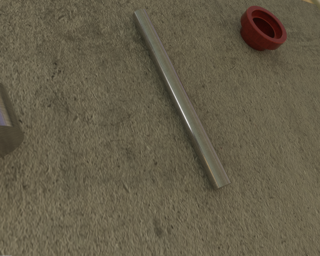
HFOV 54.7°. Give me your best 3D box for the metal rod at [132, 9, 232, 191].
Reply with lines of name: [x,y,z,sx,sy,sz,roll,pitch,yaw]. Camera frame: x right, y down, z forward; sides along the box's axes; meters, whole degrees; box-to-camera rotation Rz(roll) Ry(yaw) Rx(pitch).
metal rod: [0.024,-0.053,0.450,0.025,0.025,0.299,-11,67,-33]

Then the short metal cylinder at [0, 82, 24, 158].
short metal cylinder: [-0.172,-0.003,0.278,0.081,0.080,0.050,-16,70,-35]

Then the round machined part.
round machined part: [0.202,-0.195,0.624,0.099,0.042,0.098,14,56,-21]
